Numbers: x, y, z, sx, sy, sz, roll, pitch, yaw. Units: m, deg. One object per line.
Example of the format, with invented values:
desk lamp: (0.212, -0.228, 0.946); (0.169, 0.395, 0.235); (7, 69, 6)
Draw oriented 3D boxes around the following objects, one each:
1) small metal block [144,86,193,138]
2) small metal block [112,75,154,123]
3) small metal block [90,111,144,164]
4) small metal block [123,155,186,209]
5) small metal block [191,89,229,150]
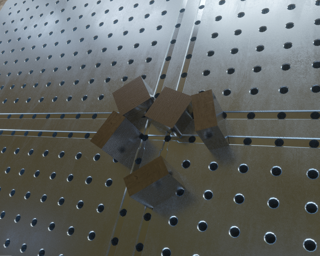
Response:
small metal block: (0.016, -0.022, 0.414); (0.050, 0.025, 0.050); (26, 76, 37)
small metal block: (-0.037, -0.041, 0.454); (0.050, 0.025, 0.050); (-31, 52, 8)
small metal block: (-0.056, 0.013, 0.415); (0.025, 0.050, 0.050); (28, 77, 37)
small metal block: (-0.005, 0.064, 0.357); (0.050, 0.050, 0.025); (-32, 52, 8)
small metal block: (0.060, -0.009, 0.367); (0.025, 0.050, 0.050); (-16, 55, 20)
